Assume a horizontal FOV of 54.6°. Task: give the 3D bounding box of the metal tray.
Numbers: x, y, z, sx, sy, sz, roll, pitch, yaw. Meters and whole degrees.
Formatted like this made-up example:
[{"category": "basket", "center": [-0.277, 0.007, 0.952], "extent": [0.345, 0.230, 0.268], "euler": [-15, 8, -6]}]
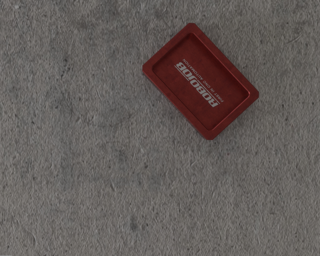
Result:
[{"category": "metal tray", "center": [0.052, -0.059, 0.407], "extent": [0.090, 0.030, 0.130], "euler": [-43, 90, 0]}]
